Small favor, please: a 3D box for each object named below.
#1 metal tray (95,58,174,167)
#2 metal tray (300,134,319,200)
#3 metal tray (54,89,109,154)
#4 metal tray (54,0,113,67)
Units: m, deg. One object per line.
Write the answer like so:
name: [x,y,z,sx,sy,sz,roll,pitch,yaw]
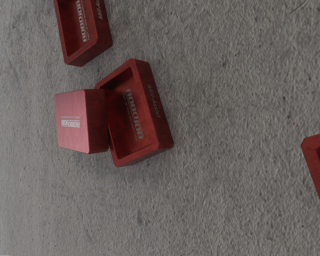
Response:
metal tray: [-0.040,-0.020,0.434,0.090,0.030,0.129,-27,73,36]
metal tray: [0.179,0.031,0.213,0.130,0.030,0.090,-24,75,37]
metal tray: [-0.125,-0.011,0.480,0.130,0.030,0.089,3,98,53]
metal tray: [-0.129,-0.178,0.508,0.090,0.030,0.129,-21,77,38]
